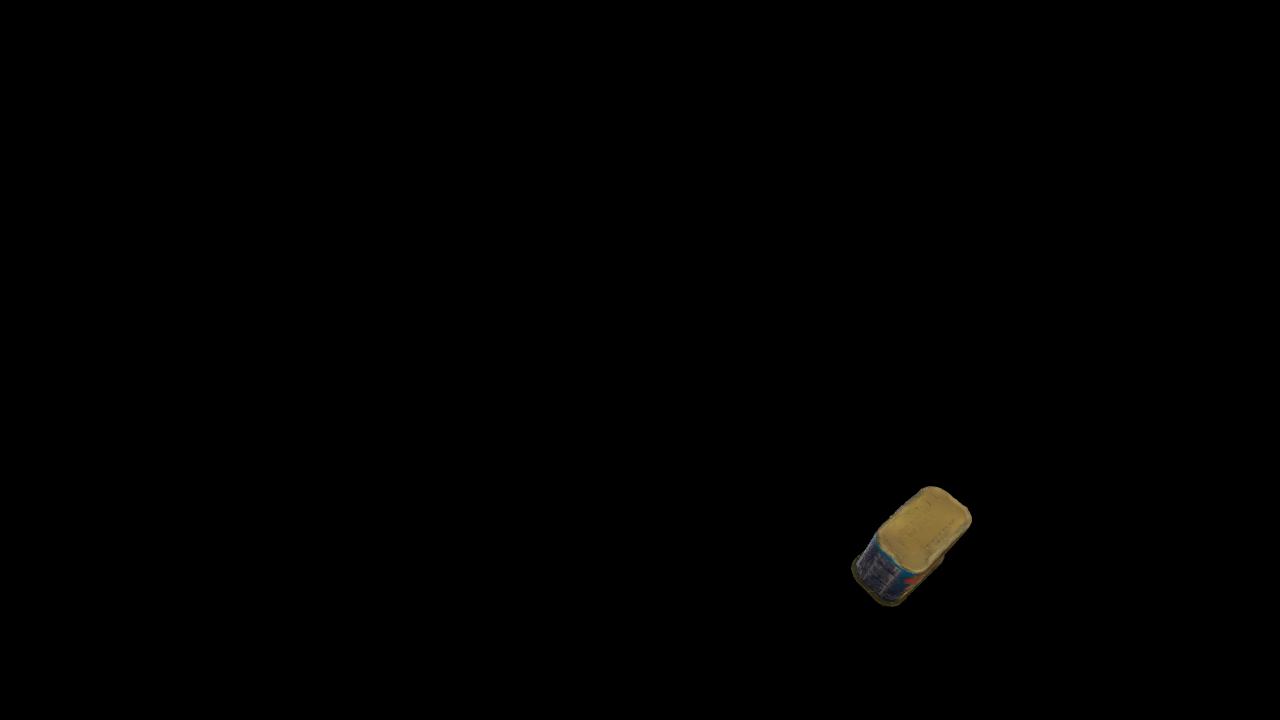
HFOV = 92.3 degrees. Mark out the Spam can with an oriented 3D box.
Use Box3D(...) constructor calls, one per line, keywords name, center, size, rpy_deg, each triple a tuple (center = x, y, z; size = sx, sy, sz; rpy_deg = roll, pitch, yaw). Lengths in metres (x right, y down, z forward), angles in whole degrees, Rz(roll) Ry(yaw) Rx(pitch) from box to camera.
Box3D(name="Spam can", center=(0.265, 0.181, 0.603), size=(0.101, 0.085, 0.058), rpy_deg=(-31, 55, -23))
